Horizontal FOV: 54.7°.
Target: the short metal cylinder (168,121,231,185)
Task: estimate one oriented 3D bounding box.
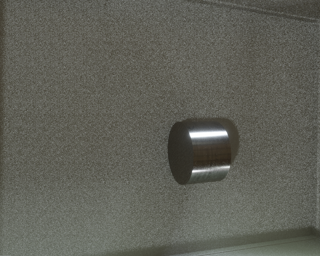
[{"bbox_3d":[0.048,0.031,0.400,0.050,0.080,0.079,-2,91,-20],"label":"short metal cylinder"}]
